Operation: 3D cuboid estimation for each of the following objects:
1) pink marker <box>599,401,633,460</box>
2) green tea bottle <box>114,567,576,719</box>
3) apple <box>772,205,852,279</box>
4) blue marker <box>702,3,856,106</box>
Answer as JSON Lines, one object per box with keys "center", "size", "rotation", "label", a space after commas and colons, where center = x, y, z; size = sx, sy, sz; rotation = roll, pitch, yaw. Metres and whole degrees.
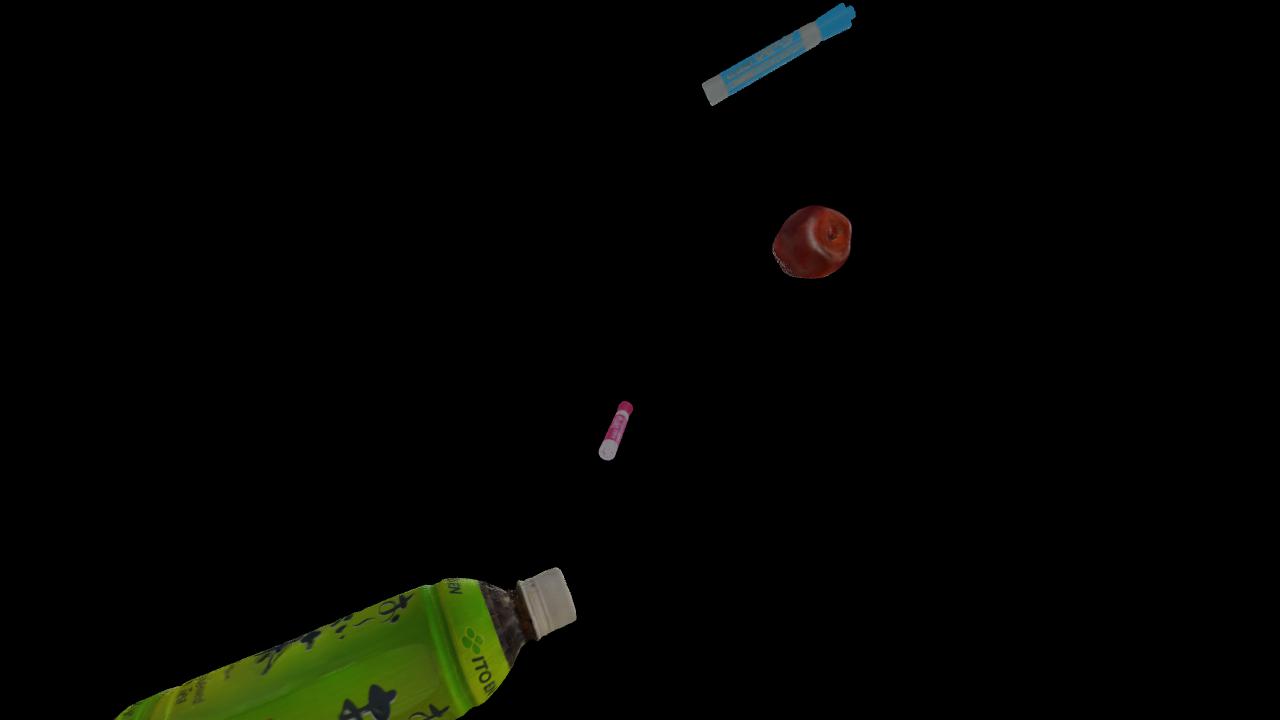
{"center": [-0.026, 0.079, 0.718], "size": [0.020, 0.020, 0.121], "rotation": [0, 21, 10], "label": "pink marker"}
{"center": [-0.136, 0.162, 0.313], "size": [0.212, 0.073, 0.073], "rotation": [-19, 7, -20], "label": "green tea bottle"}
{"center": [0.186, -0.127, 0.672], "size": [0.079, 0.079, 0.093], "rotation": [0, -4, -17], "label": "apple"}
{"center": [0.105, -0.233, 0.470], "size": [0.121, 0.020, 0.020], "rotation": [-26, -6, 13], "label": "blue marker"}
